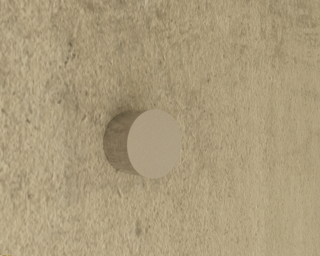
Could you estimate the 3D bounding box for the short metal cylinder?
[{"bbox_3d":[-0.020,0.018,0.373,0.081,0.050,0.079,0,90,-40],"label":"short metal cylinder"}]
